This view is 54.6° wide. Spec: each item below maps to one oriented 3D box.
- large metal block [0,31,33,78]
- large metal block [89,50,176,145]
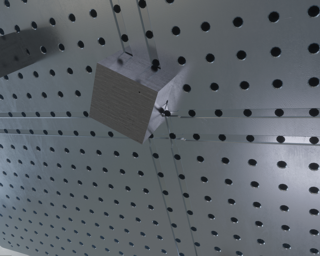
[{"bbox_3d":[-0.251,-0.097,0.449,0.080,0.080,0.050,-6,116,31],"label":"large metal block"},{"bbox_3d":[-0.037,-0.039,0.391,0.080,0.050,0.079,27,128,11],"label":"large metal block"}]
